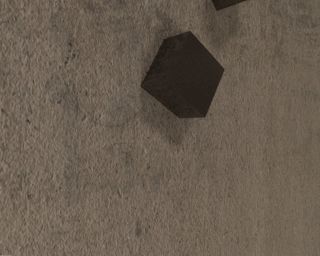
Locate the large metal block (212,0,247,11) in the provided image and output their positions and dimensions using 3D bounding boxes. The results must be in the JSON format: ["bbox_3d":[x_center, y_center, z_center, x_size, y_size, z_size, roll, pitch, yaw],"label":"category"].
[{"bbox_3d":[0.128,-0.233,0.479,0.080,0.080,0.050,-48,119,-29],"label":"large metal block"}]

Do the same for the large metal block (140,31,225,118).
[{"bbox_3d":[0.033,-0.068,0.418,0.080,0.050,0.080,37,67,-34],"label":"large metal block"}]
